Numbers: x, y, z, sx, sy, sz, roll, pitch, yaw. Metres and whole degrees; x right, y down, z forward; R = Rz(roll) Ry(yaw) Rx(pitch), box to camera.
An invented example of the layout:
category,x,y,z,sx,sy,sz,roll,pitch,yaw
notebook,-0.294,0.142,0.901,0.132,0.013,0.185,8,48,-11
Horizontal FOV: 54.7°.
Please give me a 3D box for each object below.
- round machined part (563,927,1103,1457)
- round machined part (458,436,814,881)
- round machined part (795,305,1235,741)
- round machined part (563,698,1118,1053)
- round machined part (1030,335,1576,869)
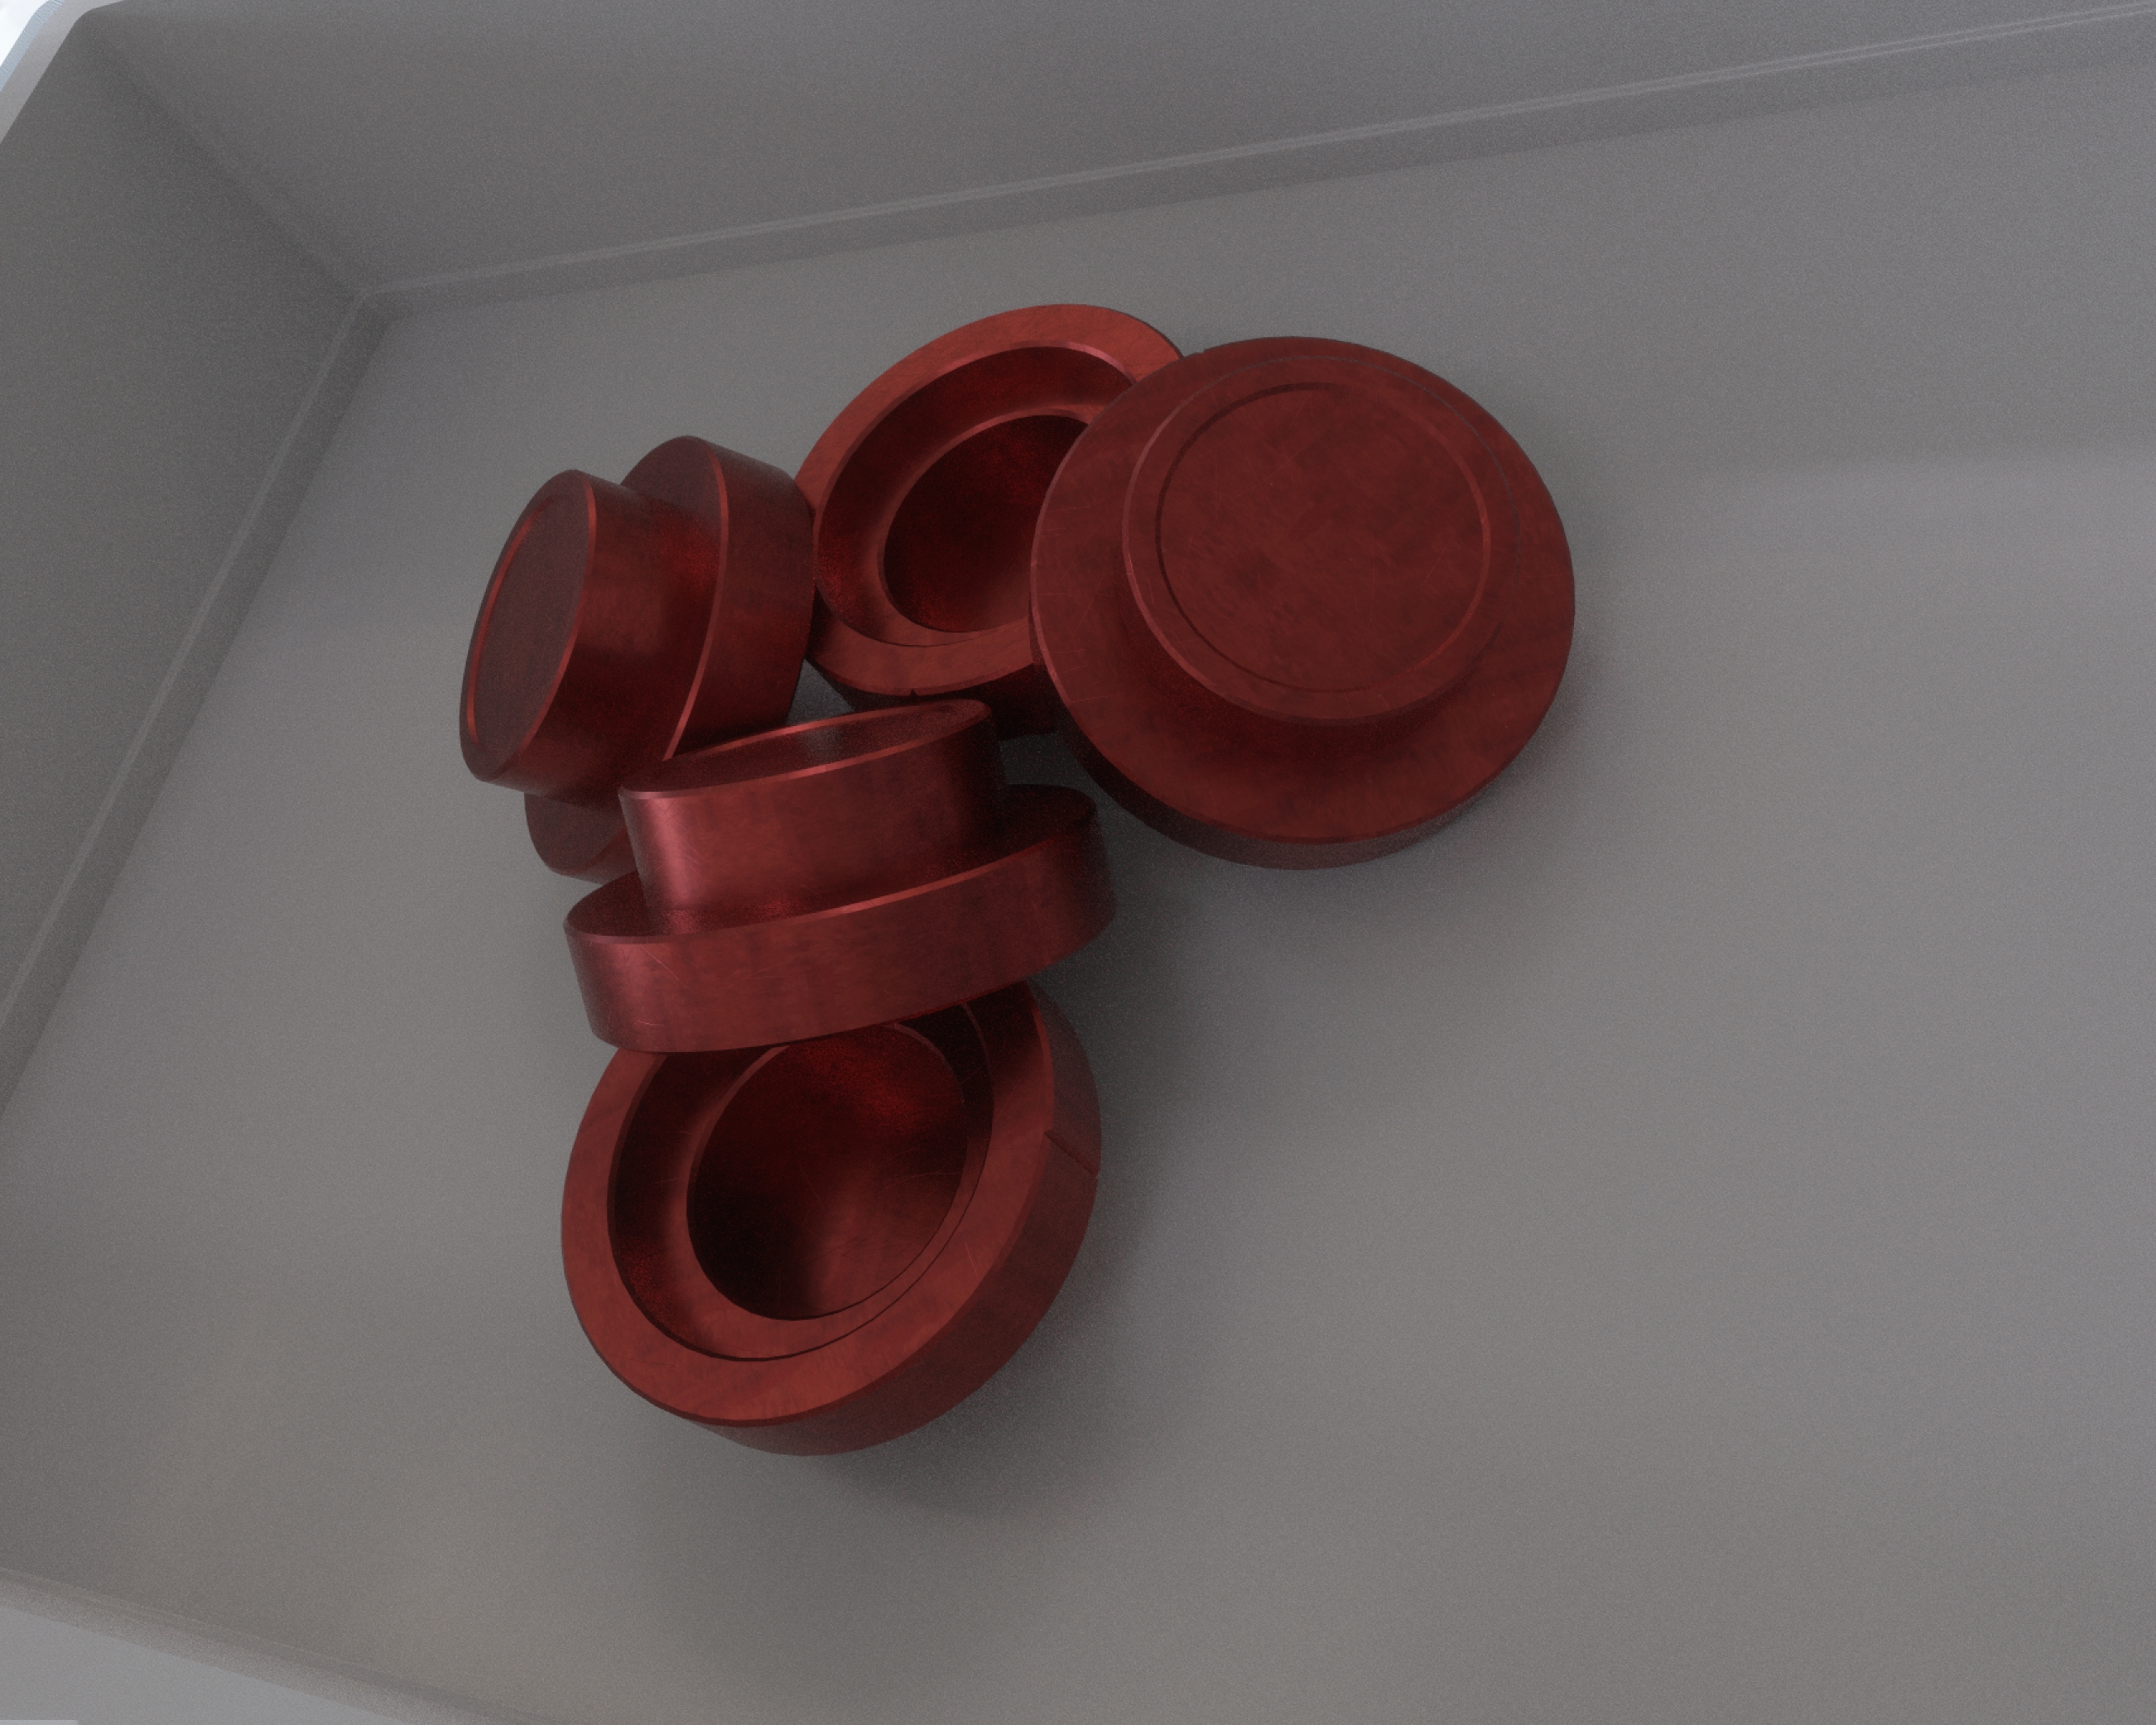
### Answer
category,x,y,z,sx,sy,sz,roll,pitch,yaw
round machined part,-0.040,0.059,0.377,0.098,0.042,0.098,-13,56,21
round machined part,-0.099,-0.045,0.444,0.098,0.042,0.098,-29,53,48
round machined part,-0.011,-0.066,0.438,0.098,0.042,0.098,-13,56,21
round machined part,-0.045,-0.002,0.381,0.098,0.098,0.042,-6,103,25
round machined part,0.041,-0.051,0.374,0.099,0.042,0.098,1,76,-3
